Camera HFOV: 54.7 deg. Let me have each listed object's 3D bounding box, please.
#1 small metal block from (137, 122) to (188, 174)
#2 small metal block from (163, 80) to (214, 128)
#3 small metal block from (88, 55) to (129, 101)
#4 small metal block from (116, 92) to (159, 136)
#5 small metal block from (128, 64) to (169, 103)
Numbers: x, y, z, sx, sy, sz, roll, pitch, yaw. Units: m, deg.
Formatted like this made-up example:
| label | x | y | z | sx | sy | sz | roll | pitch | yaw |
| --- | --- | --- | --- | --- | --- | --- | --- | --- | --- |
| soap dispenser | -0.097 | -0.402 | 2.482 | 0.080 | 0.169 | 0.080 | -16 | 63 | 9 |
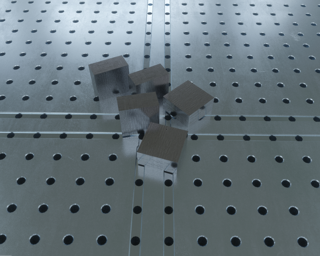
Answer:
| label | x | y | z | sx | sy | sz | roll | pitch | yaw |
| --- | --- | --- | --- | --- | --- | --- | --- | --- | --- |
| small metal block | 0.004 | 0.024 | 0.387 | 0.050 | 0.025 | 0.050 | 14 | 51 | 11 |
| small metal block | 0.040 | -0.035 | 0.438 | 0.050 | 0.025 | 0.050 | -36 | 59 | -26 |
| small metal block | -0.072 | -0.072 | 0.451 | 0.050 | 0.050 | 0.025 | -21 | 53 | -17 |
| small metal block | -0.028 | -0.018 | 0.406 | 0.050 | 0.050 | 0.025 | -9 | 51 | -8 |
| small metal block | -0.016 | -0.057 | 0.439 | 0.050 | 0.050 | 0.025 | -23 | 54 | -18 |
